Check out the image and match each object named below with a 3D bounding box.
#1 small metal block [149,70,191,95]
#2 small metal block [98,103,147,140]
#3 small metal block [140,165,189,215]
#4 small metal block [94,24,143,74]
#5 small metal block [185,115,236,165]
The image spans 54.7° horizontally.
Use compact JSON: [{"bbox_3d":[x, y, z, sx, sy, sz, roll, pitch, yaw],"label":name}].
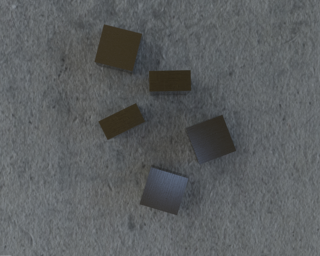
[{"bbox_3d":[0.012,-0.057,0.398,0.050,0.050,0.025,-1,90,-1],"label":"small metal block"},{"bbox_3d":[-0.046,-0.008,0.397,0.050,0.050,0.025,-26,90,0],"label":"small metal block"},{"bbox_3d":[0.005,0.081,0.410,0.050,0.025,0.050,17,90,-1],"label":"small metal block"},{"bbox_3d":[-0.054,-0.103,0.409,0.050,0.025,0.050,14,90,-1],"label":"small metal block"},{"bbox_3d":[0.066,0.015,0.411,0.050,0.025,0.050,-21,90,-1],"label":"small metal block"}]
